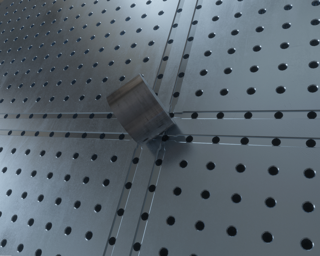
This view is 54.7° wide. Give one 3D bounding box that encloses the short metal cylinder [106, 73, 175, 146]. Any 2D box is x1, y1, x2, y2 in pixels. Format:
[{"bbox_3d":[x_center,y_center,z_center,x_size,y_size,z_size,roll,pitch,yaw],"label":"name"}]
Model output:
[{"bbox_3d":[-0.024,-0.023,0.397,0.050,0.080,0.080,-35,52,5],"label":"short metal cylinder"}]
